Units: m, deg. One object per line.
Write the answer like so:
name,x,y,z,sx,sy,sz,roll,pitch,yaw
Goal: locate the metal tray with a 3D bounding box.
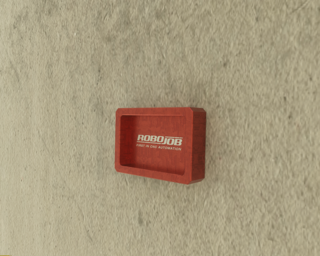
metal tray,-0.004,0.019,0.405,0.130,0.030,0.090,2,92,40
